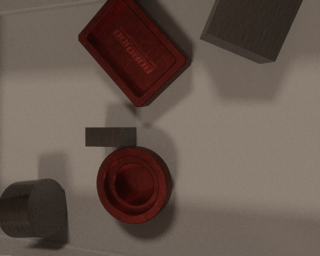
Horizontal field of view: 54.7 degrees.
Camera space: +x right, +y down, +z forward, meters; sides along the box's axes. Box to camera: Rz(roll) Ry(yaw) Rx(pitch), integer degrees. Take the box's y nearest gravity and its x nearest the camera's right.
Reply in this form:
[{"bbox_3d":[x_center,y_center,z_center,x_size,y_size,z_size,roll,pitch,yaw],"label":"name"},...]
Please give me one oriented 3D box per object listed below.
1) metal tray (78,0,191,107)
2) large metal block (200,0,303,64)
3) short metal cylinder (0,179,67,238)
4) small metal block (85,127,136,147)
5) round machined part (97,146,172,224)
[{"bbox_3d":[-0.035,-0.103,0.408,0.090,0.030,0.130,-43,84,19],"label":"metal tray"},{"bbox_3d":[0.101,-0.126,0.347,0.080,0.050,0.080,22,98,-4],"label":"large metal block"},{"bbox_3d":[-0.180,0.115,0.443,0.050,0.080,0.080,-9,87,19],"label":"short metal cylinder"},{"bbox_3d":[-0.065,0.012,0.419,0.050,0.050,0.025,0,90,19],"label":"small metal block"},{"bbox_3d":[-0.031,0.073,0.411,0.098,0.042,0.097,0,90,19],"label":"round machined part"}]
